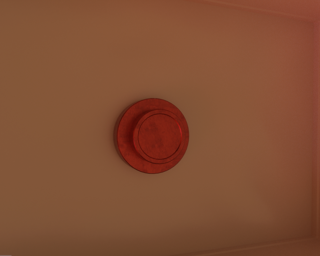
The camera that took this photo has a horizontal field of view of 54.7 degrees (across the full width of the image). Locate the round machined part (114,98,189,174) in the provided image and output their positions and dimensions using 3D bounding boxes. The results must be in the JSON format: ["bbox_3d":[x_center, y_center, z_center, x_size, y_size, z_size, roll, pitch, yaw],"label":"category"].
[{"bbox_3d":[-0.007,0.010,0.396,0.099,0.042,0.097,0,90,-21],"label":"round machined part"}]
